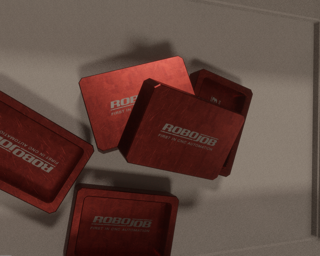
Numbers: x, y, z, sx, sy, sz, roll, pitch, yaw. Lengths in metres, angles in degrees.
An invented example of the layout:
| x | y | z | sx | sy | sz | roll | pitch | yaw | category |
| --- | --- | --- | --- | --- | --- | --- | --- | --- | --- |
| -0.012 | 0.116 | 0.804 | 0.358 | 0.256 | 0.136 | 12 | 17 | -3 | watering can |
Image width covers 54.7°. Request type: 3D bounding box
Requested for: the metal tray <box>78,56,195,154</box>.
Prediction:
| x | y | z | sx | sy | sz | roll | pitch | yaw | category |
| --- | --- | --- | --- | --- | --- | --- | --- | --- | --- |
| -0.023 | -0.029 | 0.380 | 0.131 | 0.030 | 0.090 | -16 | 81 | -12 | metal tray |

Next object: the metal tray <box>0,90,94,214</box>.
| x | y | z | sx | sy | sz | roll | pitch | yaw | category |
| --- | --- | --- | --- | --- | --- | --- | --- | --- | --- |
| -0.154 | 0.027 | 0.351 | 0.130 | 0.030 | 0.090 | 34 | 79 | -17 | metal tray |

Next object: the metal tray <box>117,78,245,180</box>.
| x | y | z | sx | sy | sz | roll | pitch | yaw | category |
| --- | --- | --- | --- | --- | --- | --- | --- | --- | --- |
| 0.027 | 0.006 | 0.361 | 0.131 | 0.030 | 0.089 | 16 | 103 | -30 | metal tray |

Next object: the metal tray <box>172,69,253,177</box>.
| x | y | z | sx | sy | sz | roll | pitch | yaw | category |
| --- | --- | --- | --- | --- | --- | --- | --- | --- | --- |
| 0.070 | -0.006 | 0.435 | 0.091 | 0.030 | 0.129 | 20 | 83 | -20 | metal tray |

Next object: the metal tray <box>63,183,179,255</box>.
| x | y | z | sx | sy | sz | roll | pitch | yaw | category |
| --- | --- | --- | --- | --- | --- | --- | --- | --- | --- |
| -0.047 | 0.123 | 0.391 | 0.131 | 0.030 | 0.089 | 10 | 87 | -20 | metal tray |
